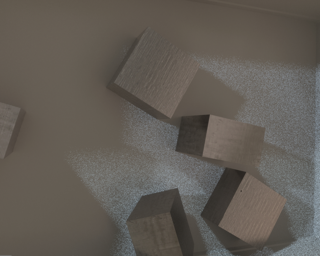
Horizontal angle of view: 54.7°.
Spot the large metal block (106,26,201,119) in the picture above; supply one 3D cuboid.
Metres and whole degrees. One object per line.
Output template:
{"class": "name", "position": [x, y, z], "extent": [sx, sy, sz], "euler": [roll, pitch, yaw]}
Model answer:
{"class": "large metal block", "position": [-0.009, -0.066, 0.394], "extent": [0.080, 0.050, 0.080], "euler": [32, 80, -17]}

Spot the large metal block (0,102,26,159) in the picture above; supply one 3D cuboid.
{"class": "large metal block", "position": [-0.187, -0.007, 0.312], "extent": [0.081, 0.080, 0.050], "euler": [18, 84, -19]}

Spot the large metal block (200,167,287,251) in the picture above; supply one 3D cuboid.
{"class": "large metal block", "position": [0.119, 0.113, 0.441], "extent": [0.080, 0.050, 0.080], "euler": [34, 79, -17]}

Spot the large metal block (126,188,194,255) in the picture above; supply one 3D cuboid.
{"class": "large metal block", "position": [0.004, 0.128, 0.375], "extent": [0.050, 0.080, 0.080], "euler": [-15, 95, 11]}

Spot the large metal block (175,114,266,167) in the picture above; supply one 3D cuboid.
{"class": "large metal block", "position": [0.077, 0.016, 0.409], "extent": [0.081, 0.080, 0.050], "euler": [12, 86, -20]}
